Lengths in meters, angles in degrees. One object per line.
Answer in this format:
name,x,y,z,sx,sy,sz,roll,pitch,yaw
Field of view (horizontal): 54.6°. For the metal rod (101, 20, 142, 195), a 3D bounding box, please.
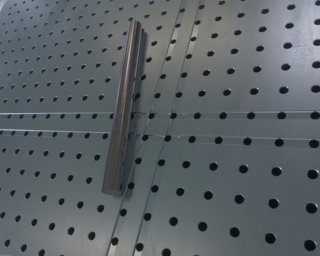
metal rod,-0.052,-0.048,0.466,0.025,0.025,0.300,-10,57,23
